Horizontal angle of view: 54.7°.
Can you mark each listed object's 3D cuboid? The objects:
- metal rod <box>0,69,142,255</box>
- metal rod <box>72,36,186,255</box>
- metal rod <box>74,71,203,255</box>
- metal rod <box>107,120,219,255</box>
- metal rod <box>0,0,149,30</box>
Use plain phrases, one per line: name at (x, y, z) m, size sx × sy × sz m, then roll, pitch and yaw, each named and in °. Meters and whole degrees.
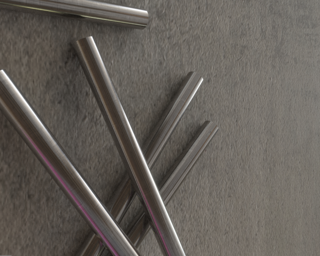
metal rod at (-0.075, 0.076, 0.318) m, size 0.025 × 0.025 × 0.299 m, roll -41°, pitch 108°, yaw -32°
metal rod at (-0.027, 0.043, 0.354) m, size 0.025 × 0.025 × 0.299 m, roll -28°, pitch 99°, yaw -37°
metal rod at (-0.020, 0.044, 0.389) m, size 0.025 × 0.025 × 0.300 m, roll 46°, pitch 62°, yaw -31°
metal rod at (-0.006, 0.100, 0.401) m, size 0.301 × 0.025 × 0.025 m, roll -51°, pitch 120°, yaw -28°
metal rod at (-0.137, -0.122, 0.290) m, size 0.302 × 0.025 × 0.025 m, roll -7°, pitch 95°, yaw -40°
